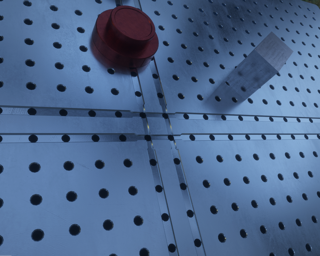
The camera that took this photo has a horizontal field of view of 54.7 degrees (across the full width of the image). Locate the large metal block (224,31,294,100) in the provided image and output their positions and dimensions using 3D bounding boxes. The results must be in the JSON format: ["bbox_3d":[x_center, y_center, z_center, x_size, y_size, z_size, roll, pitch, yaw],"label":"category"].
[{"bbox_3d":[0.168,-0.106,0.528,0.050,0.080,0.080,44,51,2],"label":"large metal block"}]

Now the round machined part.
[{"bbox_3d":[-0.046,-0.141,0.459,0.099,0.042,0.098,13,56,-21],"label":"round machined part"}]
